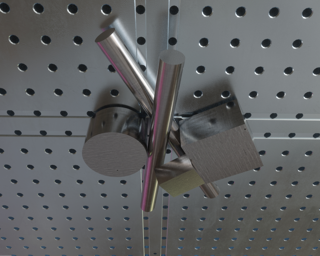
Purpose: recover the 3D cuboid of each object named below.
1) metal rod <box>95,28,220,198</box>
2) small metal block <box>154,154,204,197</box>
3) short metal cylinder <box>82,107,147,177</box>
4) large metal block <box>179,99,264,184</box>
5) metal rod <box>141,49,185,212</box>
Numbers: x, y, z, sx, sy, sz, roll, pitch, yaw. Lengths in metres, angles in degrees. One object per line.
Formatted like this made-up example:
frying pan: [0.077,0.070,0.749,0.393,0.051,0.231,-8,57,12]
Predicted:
metal rod: [0.013,0.003,0.409,0.025,0.025,0.300,-22,127,18]
small metal block: [0.028,0.065,0.421,0.050,0.025,0.050,-27,141,11]
short metal cylinder: [-0.057,0.019,0.406,0.081,0.050,0.079,-1,130,-1]
large metal block: [0.080,0.020,0.407,0.080,0.050,0.080,-21,127,17]
metal rod: [-0.004,0.030,0.407,0.025,0.025,0.298,5,138,-4]
